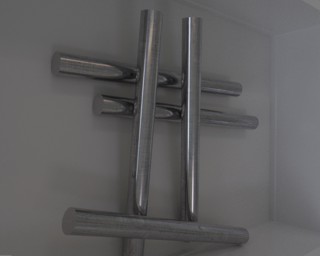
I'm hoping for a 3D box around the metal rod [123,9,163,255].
[{"bbox_3d":[-0.021,0.019,0.362,0.025,0.025,0.298,-1,99,-40],"label":"metal rod"}]

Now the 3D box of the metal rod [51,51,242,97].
[{"bbox_3d":[0.009,-0.064,0.413,0.302,0.025,0.025,1,90,-40],"label":"metal rod"}]

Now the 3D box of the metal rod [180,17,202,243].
[{"bbox_3d":[0.041,0.011,0.412,0.025,0.025,0.298,-10,105,-40],"label":"metal rod"}]

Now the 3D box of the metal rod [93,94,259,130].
[{"bbox_3d":[0.046,-0.018,0.444,0.302,0.025,0.025,4,88,-40],"label":"metal rod"}]

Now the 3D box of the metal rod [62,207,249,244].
[{"bbox_3d":[0.022,0.127,0.385,0.302,0.025,0.025,21,77,-41],"label":"metal rod"}]
